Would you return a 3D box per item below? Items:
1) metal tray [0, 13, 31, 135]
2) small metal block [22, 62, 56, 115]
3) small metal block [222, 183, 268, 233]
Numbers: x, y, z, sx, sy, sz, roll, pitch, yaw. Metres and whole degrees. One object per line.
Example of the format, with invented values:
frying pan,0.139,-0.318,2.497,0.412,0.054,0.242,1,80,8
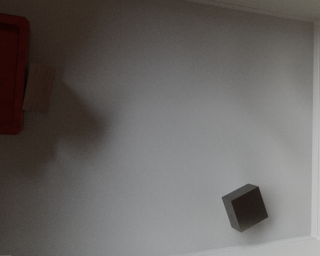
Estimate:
metal tray,-0.194,-0.059,0.335,0.091,0.030,0.129,4,89,-20
small metal block,-0.135,-0.042,0.348,0.025,0.050,0.050,10,87,-20
small metal block,0.126,0.117,0.459,0.050,0.025,0.050,-22,98,-19
